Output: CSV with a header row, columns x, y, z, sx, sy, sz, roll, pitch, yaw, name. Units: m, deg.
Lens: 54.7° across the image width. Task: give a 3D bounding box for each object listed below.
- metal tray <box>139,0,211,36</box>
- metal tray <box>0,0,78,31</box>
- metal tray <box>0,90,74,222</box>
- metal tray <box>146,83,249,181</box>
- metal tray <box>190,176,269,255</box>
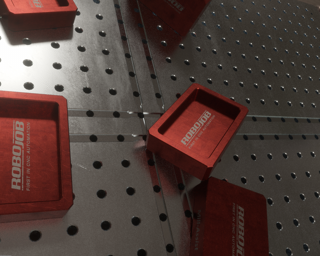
x,y,z,sx,sy,sz,roll,pitch,yaw,name
0.015,-0.225,0.511,0.130,0.090,0.030,40,61,-2,metal tray
-0.183,-0.196,0.426,0.091,0.030,0.130,-20,72,-36,metal tray
-0.140,0.025,0.314,0.091,0.030,0.130,3,61,-27,metal tray
0.053,-0.001,0.416,0.090,0.030,0.131,29,49,16,metal tray
0.085,0.133,0.371,0.091,0.030,0.130,22,54,-16,metal tray
